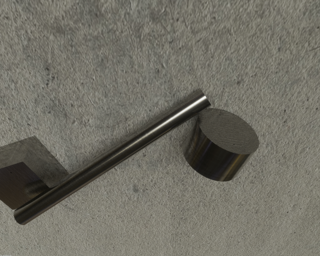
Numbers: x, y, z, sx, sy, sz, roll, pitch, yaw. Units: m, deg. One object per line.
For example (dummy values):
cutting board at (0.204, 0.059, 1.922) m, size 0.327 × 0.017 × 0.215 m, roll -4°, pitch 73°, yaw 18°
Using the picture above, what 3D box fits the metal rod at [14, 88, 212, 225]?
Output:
metal rod at (-0.068, 0.042, 0.403) m, size 0.300 × 0.025 × 0.025 m, roll -33°, pitch 124°, yaw 10°

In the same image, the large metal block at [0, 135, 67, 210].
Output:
large metal block at (-0.196, 0.066, 0.444) m, size 0.080 × 0.050 × 0.080 m, roll -17°, pitch 128°, yaw 14°

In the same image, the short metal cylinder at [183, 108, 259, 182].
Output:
short metal cylinder at (0.075, 0.020, 0.390) m, size 0.081 × 0.080 × 0.050 m, roll 14°, pitch 129°, yaw -12°
